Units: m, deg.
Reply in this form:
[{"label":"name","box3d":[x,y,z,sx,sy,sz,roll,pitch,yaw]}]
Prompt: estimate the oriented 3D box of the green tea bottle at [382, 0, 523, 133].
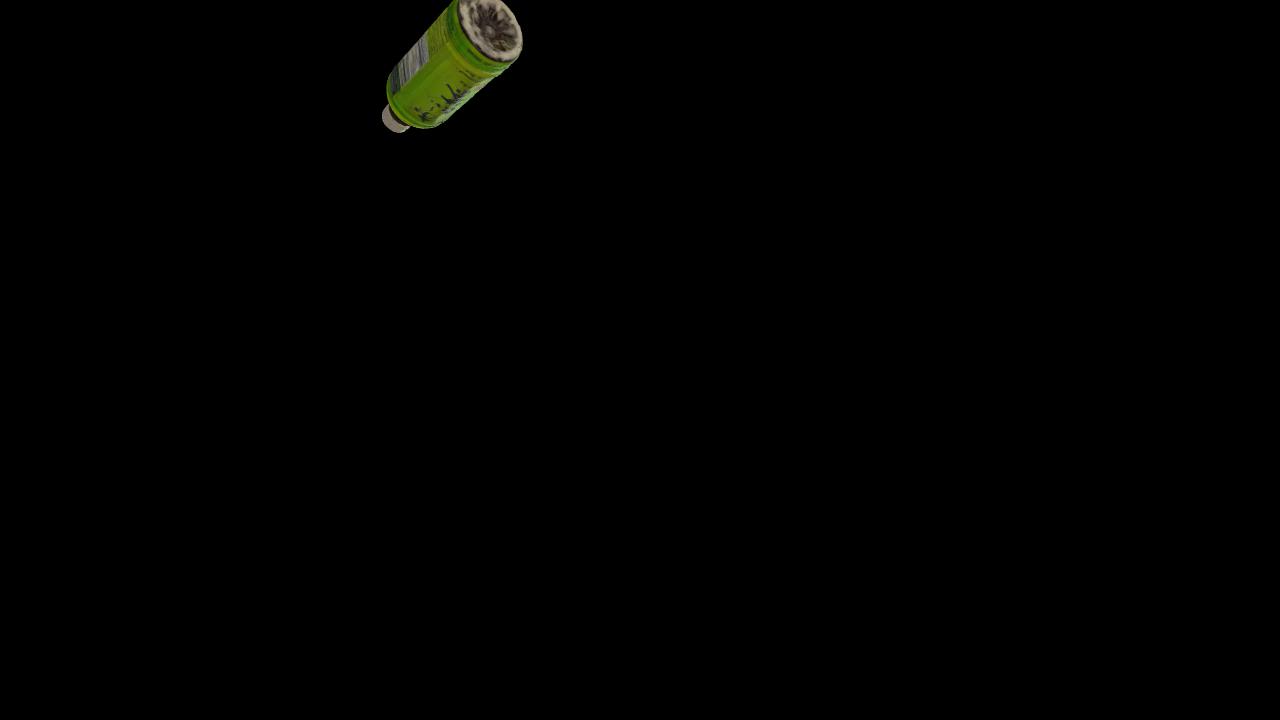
[{"label":"green tea bottle","box3d":[-0.204,-0.286,0.620,0.212,0.073,0.073,-8,-6,44]}]
